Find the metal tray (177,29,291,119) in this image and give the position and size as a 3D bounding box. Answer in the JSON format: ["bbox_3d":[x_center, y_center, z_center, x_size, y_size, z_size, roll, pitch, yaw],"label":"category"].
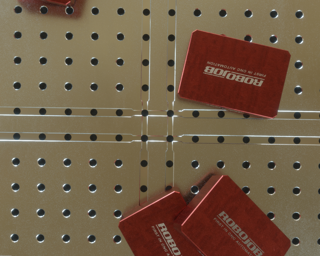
[{"bbox_3d":[0.096,-0.069,0.411,0.131,0.030,0.090,13,90,0],"label":"metal tray"}]

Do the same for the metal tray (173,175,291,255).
[{"bbox_3d":[0.092,0.134,0.392,0.130,0.030,0.090,46,71,-5],"label":"metal tray"}]

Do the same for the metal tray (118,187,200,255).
[{"bbox_3d":[0.015,0.156,0.411,0.090,0.030,0.130,-29,90,0],"label":"metal tray"}]

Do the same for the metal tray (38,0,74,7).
[{"bbox_3d":[-0.147,-0.229,0.388,0.091,0.030,0.129,10,104,-9],"label":"metal tray"}]
